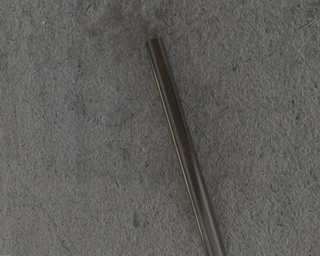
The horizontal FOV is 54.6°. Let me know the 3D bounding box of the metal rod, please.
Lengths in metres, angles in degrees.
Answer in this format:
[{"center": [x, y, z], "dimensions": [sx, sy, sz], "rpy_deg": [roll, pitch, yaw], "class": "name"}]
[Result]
[{"center": [0.033, 0.029, 0.397], "dimensions": [0.025, 0.025, 0.299], "rpy_deg": [-18, 84, 19], "class": "metal rod"}]
